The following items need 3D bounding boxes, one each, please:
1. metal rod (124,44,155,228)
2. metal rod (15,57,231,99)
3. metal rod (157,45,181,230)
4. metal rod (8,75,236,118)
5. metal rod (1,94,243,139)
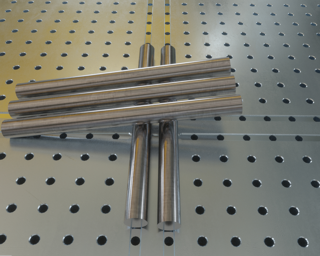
[{"bbox_3d":[-0.023,-0.015,0.420,0.025,0.025,0.300,1,50,0],"label":"metal rod"},{"bbox_3d":[-0.054,-0.069,0.438,0.302,0.025,0.025,-6,50,4],"label":"metal rod"},{"bbox_3d":[0.011,-0.013,0.419,0.025,0.025,0.300,1,50,0],"label":"metal rod"},{"bbox_3d":[-0.053,-0.041,0.415,0.302,0.025,0.025,-6,50,5],"label":"metal rod"},{"bbox_3d":[-0.051,-0.014,0.391,0.302,0.025,0.025,-6,50,5],"label":"metal rod"}]
